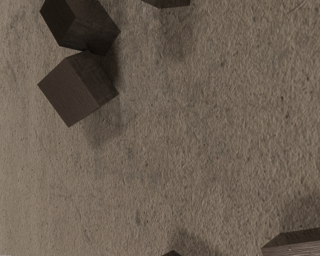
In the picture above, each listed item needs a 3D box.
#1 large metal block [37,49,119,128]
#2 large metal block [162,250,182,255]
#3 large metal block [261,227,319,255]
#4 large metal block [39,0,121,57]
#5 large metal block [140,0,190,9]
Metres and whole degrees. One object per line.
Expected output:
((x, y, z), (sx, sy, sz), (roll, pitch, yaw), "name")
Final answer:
((-0.123, -0.058, 0.468), (0.080, 0.050, 0.080), (-28, 100, 36), "large metal block")
((0.022, 0.209, 0.369), (0.080, 0.050, 0.079), (22, 104, 37), "large metal block")
((0.147, 0.132, 0.267), (0.080, 0.050, 0.080), (-26, 74, 36), "large metal block")
((-0.120, -0.160, 0.465), (0.050, 0.081, 0.080), (-48, 62, 29), "large metal block")
((-0.002, -0.197, 0.369), (0.050, 0.081, 0.079), (12, 98, 39), "large metal block")
